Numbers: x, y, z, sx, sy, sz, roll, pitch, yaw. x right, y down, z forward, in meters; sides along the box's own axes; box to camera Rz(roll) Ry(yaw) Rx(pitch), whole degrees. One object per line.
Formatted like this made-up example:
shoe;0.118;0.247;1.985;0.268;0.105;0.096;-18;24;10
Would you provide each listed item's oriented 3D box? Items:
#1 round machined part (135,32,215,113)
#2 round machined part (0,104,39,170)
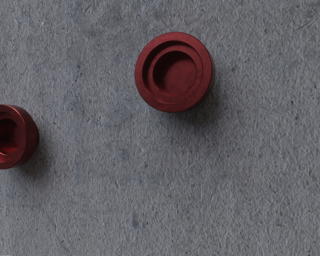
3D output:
round machined part;0.021;-0.067;0.392;0.098;0.042;0.097;0;90;20
round machined part;-0.230;0.013;0.481;0.098;0.042;0.097;0;90;20
